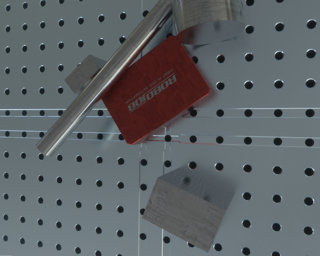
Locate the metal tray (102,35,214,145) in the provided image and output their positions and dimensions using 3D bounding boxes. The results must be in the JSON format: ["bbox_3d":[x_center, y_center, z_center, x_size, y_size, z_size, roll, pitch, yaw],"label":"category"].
[{"bbox_3d":[-0.007,-0.047,0.412,0.130,0.030,0.090,-34,80,16],"label":"metal tray"}]

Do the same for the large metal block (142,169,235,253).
[{"bbox_3d":[0.037,0.092,0.370,0.080,0.080,0.050,23,98,18],"label":"large metal block"}]

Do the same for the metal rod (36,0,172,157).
[{"bbox_3d":[-0.053,-0.084,0.400,0.025,0.025,0.300,41,91,15],"label":"metal rod"}]

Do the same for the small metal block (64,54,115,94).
[{"bbox_3d":[-0.094,-0.071,0.431,0.050,0.050,0.025,-41,77,15],"label":"small metal block"}]

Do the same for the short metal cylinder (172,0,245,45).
[{"bbox_3d":[0.056,-0.135,0.363,0.080,0.080,0.050,-7,88,19],"label":"short metal cylinder"}]
